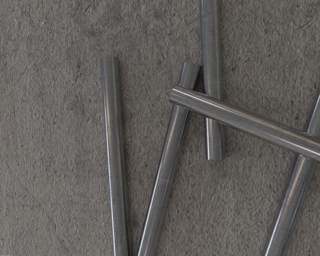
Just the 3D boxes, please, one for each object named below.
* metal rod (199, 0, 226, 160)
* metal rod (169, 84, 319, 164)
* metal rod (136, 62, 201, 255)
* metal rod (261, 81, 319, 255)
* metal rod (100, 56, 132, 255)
[{"bbox_3d":[0.063,-0.111,0.386,0.025,0.025,0.298,-3,89,20],"label":"metal rod"},{"bbox_3d":[0.148,0.016,0.328,0.301,0.025,0.025,24,98,18],"label":"metal rod"},{"bbox_3d":[0.007,0.064,0.406,0.025,0.025,0.298,15,95,19],"label":"metal rod"},{"bbox_3d":[0.160,0.054,0.352,0.025,0.025,0.298,18,96,19],"label":"metal rod"},{"bbox_3d":[-0.061,0.052,0.430,0.025,0.025,0.298,-5,88,20],"label":"metal rod"}]
